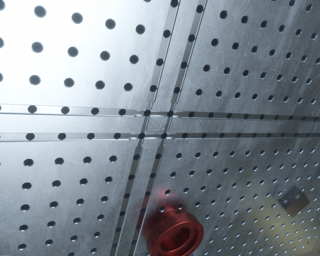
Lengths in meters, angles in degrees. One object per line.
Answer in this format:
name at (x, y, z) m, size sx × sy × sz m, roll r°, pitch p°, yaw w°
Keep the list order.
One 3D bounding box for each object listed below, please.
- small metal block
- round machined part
small metal block at (0.289, 0.159, 0.668) m, size 0.050 × 0.025 × 0.050 m, roll -43°, pitch 130°, yaw 1°
round machined part at (0.022, 0.180, 0.524) m, size 0.099 × 0.042 × 0.097 m, roll -14°, pitch 124°, yaw -21°
